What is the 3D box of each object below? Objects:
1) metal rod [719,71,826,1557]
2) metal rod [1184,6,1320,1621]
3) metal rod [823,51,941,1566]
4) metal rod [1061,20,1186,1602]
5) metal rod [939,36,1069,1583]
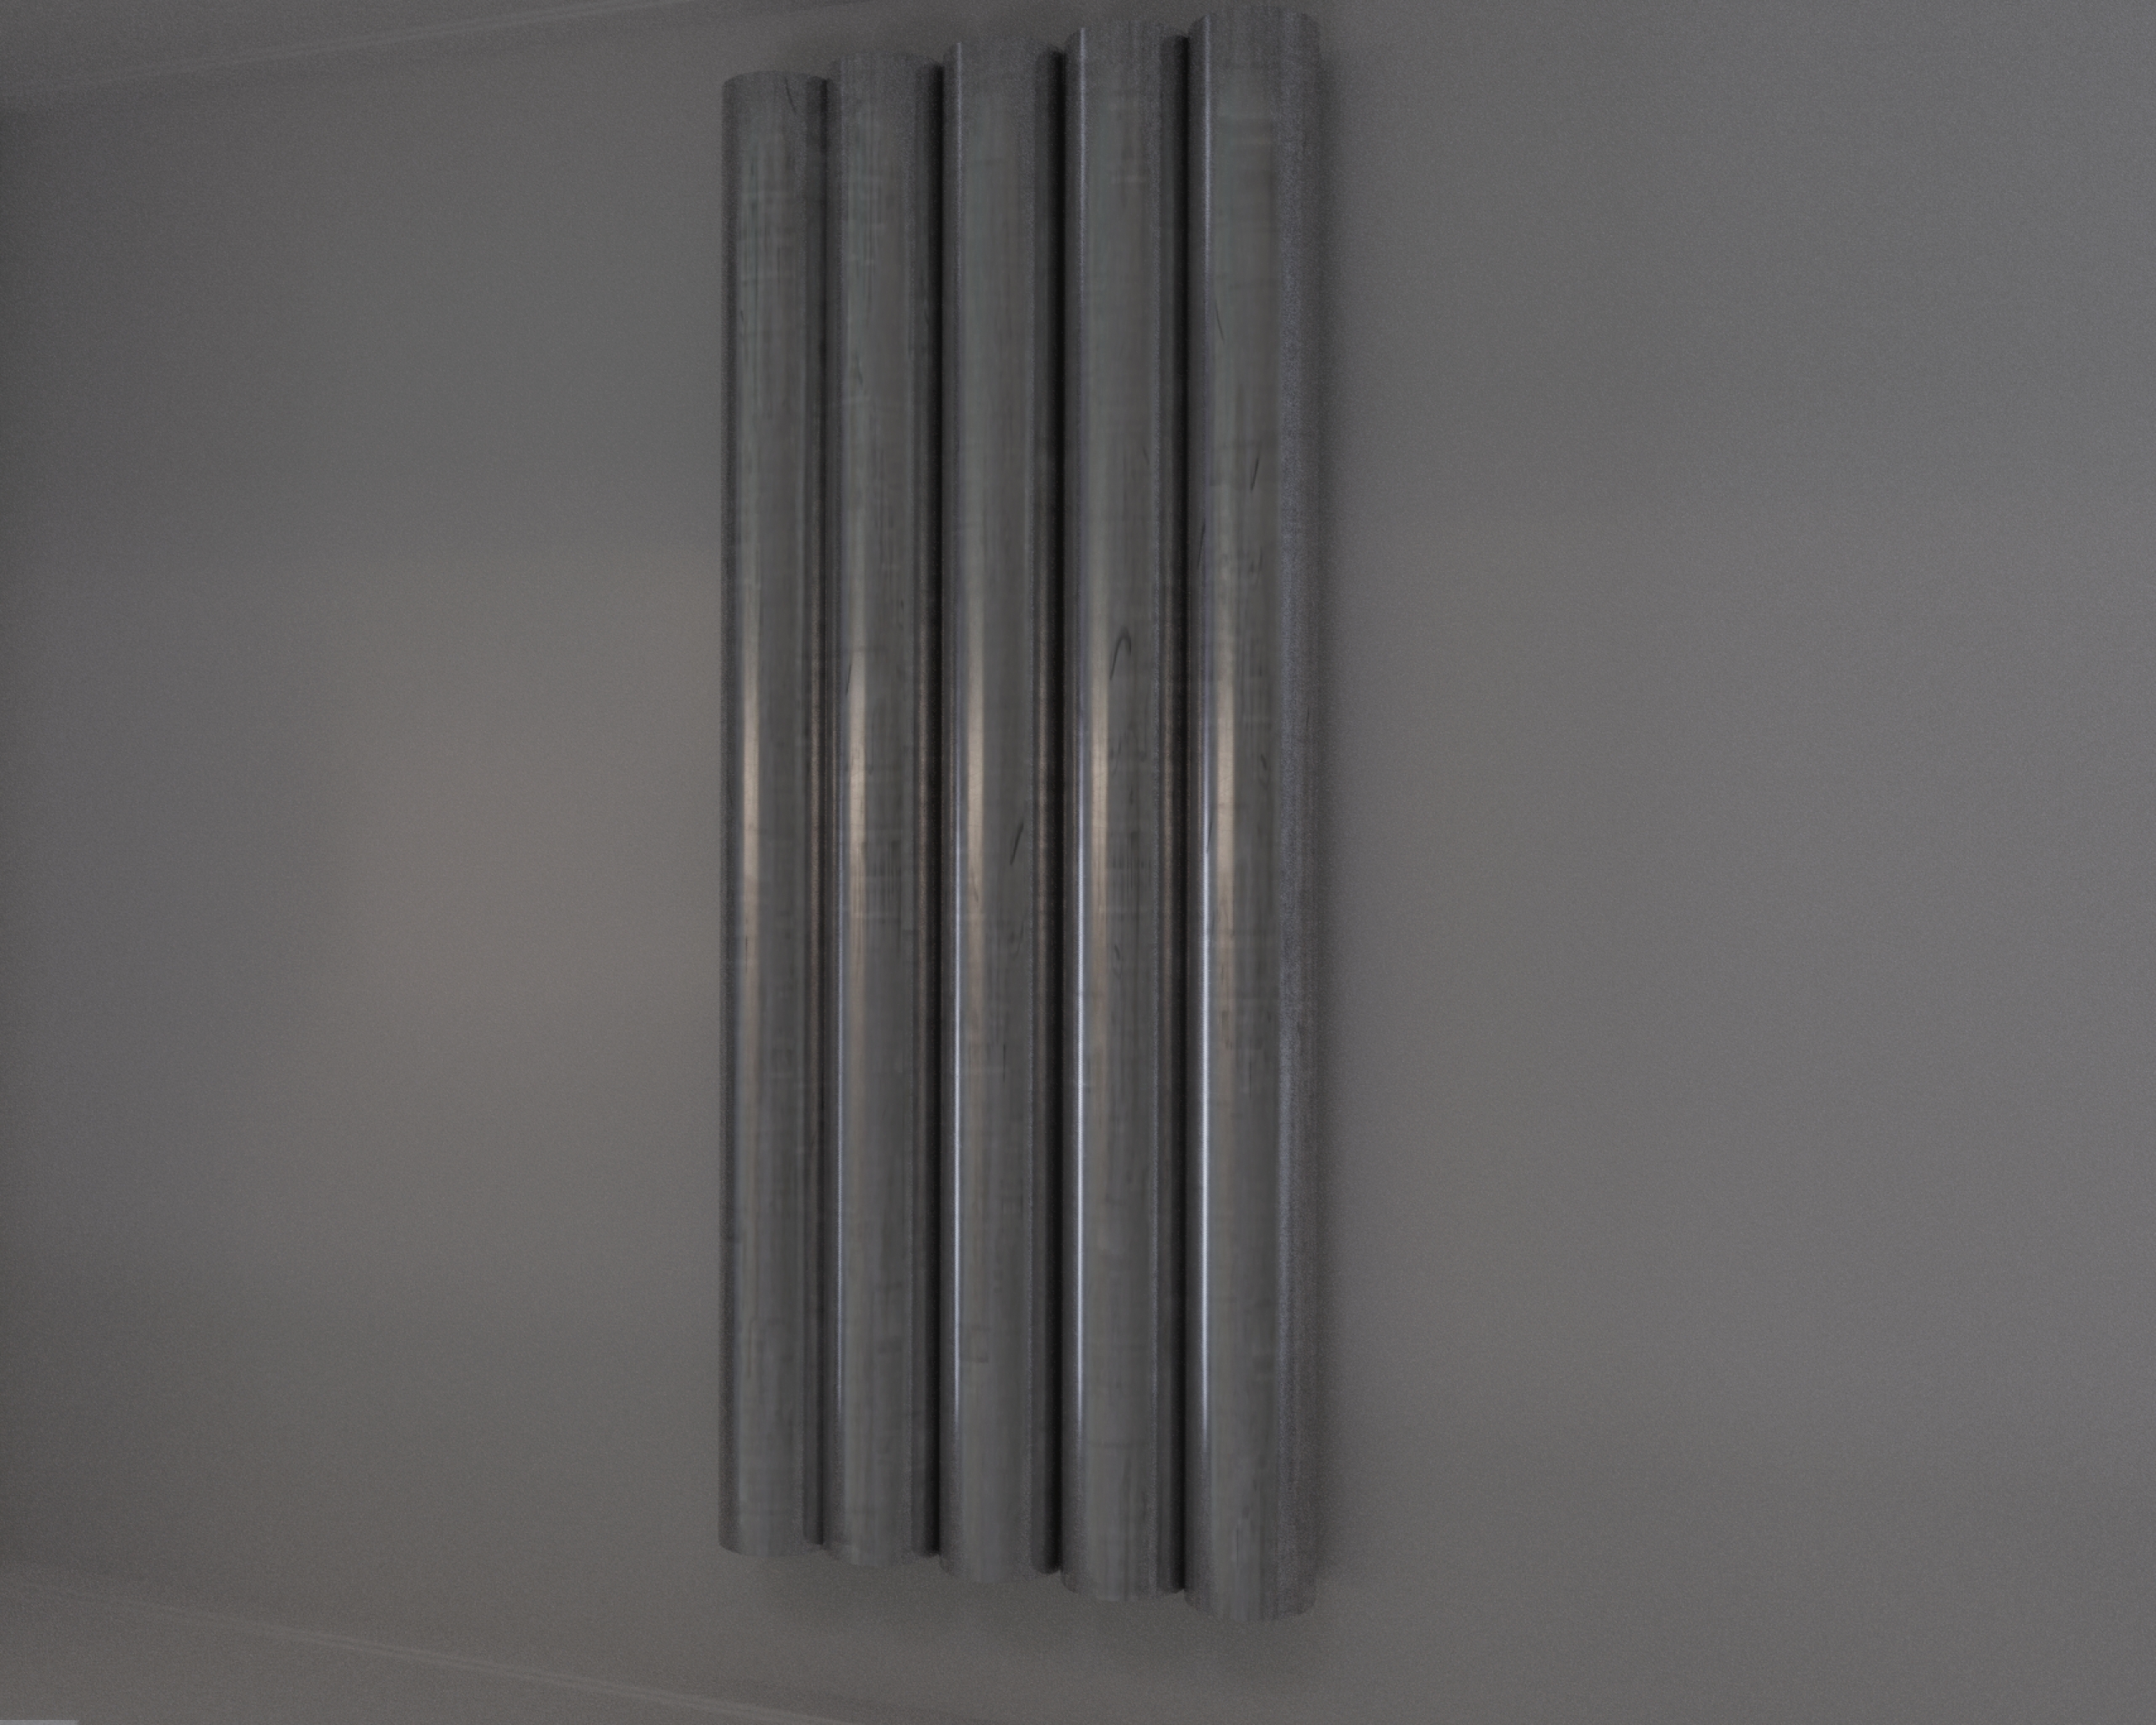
[{"bbox_3d":[-0.061,-0.010,0.431,0.025,0.025,0.298,0,90,20],"label":"metal rod"},{"bbox_3d":[0.033,-0.009,0.397,0.025,0.025,0.298,0,90,20],"label":"metal rod"},{"bbox_3d":[-0.039,-0.011,0.423,0.025,0.025,0.298,0,90,20],"label":"metal rod"},{"bbox_3d":[0.010,-0.010,0.406,0.025,0.025,0.298,0,90,20],"label":"metal rod"},{"bbox_3d":[-0.015,-0.010,0.414,0.025,0.025,0.298,0,90,20],"label":"metal rod"}]
